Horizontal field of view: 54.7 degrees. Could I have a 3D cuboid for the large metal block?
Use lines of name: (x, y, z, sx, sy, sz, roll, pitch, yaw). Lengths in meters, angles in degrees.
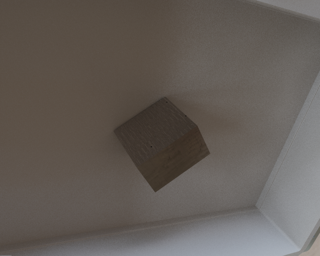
large metal block: (0.001, 0.017, 0.382, 0.080, 0.080, 0.050, -34, 129, -6)
